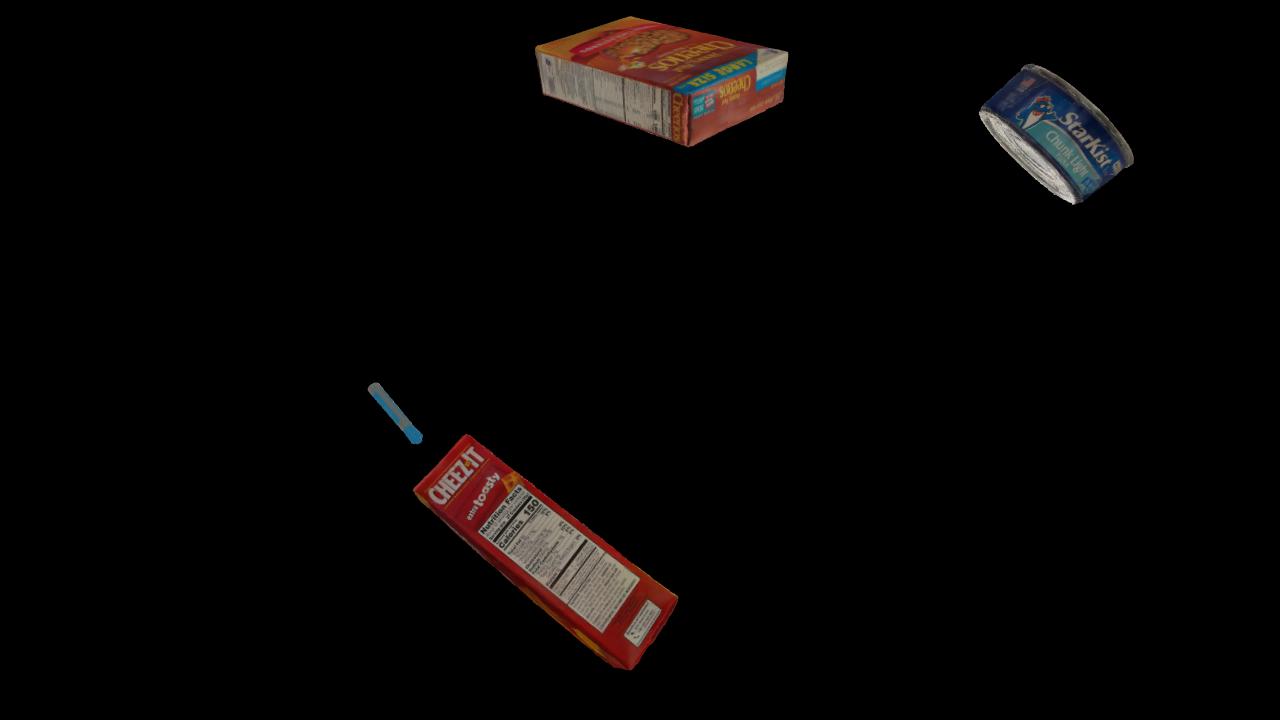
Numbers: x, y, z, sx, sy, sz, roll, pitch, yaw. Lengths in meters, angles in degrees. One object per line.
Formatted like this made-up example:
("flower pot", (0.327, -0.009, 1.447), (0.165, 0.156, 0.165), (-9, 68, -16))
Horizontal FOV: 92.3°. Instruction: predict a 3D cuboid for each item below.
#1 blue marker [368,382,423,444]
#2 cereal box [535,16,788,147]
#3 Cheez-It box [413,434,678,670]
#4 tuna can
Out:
("blue marker", (-0.354, 0.078, 0.892), (0.121, 0.020, 0.020), (43, 18, 20))
("cereal box", (0.026, -0.406, 0.872), (0.203, 0.081, 0.306), (-35, 50, -29))
("Cheez-It box", (-0.083, 0.177, 0.549), (0.223, 0.071, 0.166), (36, -24, 10))
("tuna can", (0.245, -0.133, 0.367), (0.034, 0.084, 0.084), (-44, -24, 26))
